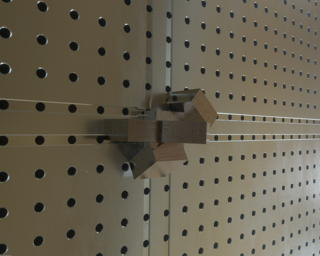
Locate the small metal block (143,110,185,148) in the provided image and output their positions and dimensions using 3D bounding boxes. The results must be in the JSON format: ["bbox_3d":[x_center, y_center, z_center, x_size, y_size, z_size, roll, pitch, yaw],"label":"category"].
[{"bbox_3d":[0.006,0.003,0.413,0.050,0.025,0.050,2,89,-41],"label":"small metal block"}]

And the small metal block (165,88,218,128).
[{"bbox_3d":[0.044,-0.026,0.428,0.050,0.050,0.025,51,60,-28],"label":"small metal block"}]

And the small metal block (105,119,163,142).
[{"bbox_3d":[-0.030,0.003,0.366,0.050,0.050,0.025,2,89,-39],"label":"small metal block"}]

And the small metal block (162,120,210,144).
[{"bbox_3d":[0.033,0.005,0.374,0.050,0.050,0.025,7,85,-77],"label":"small metal block"}]

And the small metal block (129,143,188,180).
[{"bbox_3d":[-0.002,0.041,0.387,0.050,0.050,0.025,2,58,-40],"label":"small metal block"}]
